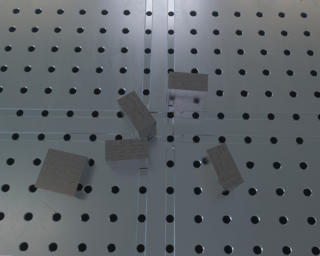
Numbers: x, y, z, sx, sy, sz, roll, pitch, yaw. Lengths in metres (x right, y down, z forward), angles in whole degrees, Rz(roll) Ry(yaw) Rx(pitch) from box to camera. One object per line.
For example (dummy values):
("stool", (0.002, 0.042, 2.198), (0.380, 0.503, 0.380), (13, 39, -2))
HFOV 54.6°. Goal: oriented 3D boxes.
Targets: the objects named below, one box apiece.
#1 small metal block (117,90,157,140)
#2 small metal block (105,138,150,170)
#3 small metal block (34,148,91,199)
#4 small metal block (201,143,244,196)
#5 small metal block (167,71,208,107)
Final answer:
("small metal block", (-0.029, -0.013, 0.403), (0.025, 0.050, 0.050), (-32, 73, -11))
("small metal block", (-0.039, 0.033, 0.386), (0.050, 0.050, 0.025), (-4, 70, -1))
("small metal block", (-0.121, 0.058, 0.390), (0.050, 0.025, 0.050), (13, 70, 4))
("small metal block", (0.075, 0.052, 0.380), (0.025, 0.050, 0.050), (-20, 71, -7))
("small metal block", (0.036, -0.051, 0.417), (0.050, 0.050, 0.025), (4, 70, 2))
